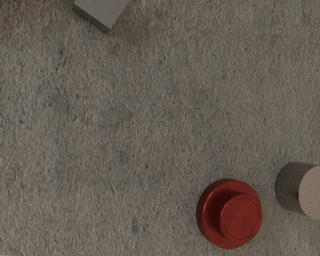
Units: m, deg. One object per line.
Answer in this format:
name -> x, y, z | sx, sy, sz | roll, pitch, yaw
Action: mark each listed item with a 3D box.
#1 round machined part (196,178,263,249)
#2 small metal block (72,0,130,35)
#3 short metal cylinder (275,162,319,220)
round machined part -> 0.104, 0.123, 0.439 | 0.099, 0.042, 0.097 | 0, 90, -20
small metal block -> -0.072, -0.153, 0.382 | 0.050, 0.025, 0.050 | 33, 79, -17
short metal cylinder -> 0.227, 0.095, 0.480 | 0.081, 0.050, 0.079 | 0, 90, -20
